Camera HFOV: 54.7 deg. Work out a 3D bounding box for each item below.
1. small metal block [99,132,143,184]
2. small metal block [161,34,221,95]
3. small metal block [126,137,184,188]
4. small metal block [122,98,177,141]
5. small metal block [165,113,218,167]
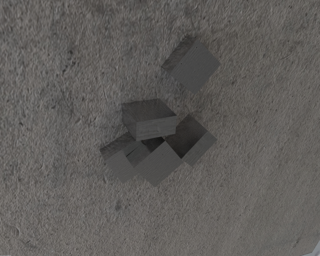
[{"bbox_3d":[-0.043,0.037,0.407,0.050,0.025,0.050,-33,129,-7],"label":"small metal block"},{"bbox_3d":[0.038,-0.077,0.380,0.050,0.025,0.050,34,99,-39],"label":"small metal block"},{"bbox_3d":[-0.006,0.041,0.397,0.050,0.025,0.050,-42,130,-3],"label":"small metal block"},{"bbox_3d":[-0.014,-0.012,0.376,0.050,0.050,0.025,-10,123,-23],"label":"small metal block"},{"bbox_3d":[0.041,0.016,0.423,0.050,0.050,0.025,-48,129,5],"label":"small metal block"}]
